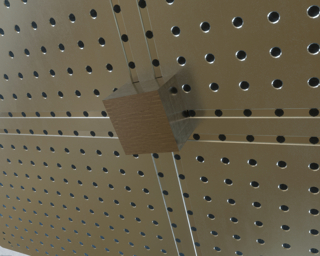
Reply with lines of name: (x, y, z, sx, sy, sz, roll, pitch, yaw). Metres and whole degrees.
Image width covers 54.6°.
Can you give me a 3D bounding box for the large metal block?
large metal block: (-0.013, -0.015, 0.394, 0.080, 0.050, 0.080, -7, 115, 31)
